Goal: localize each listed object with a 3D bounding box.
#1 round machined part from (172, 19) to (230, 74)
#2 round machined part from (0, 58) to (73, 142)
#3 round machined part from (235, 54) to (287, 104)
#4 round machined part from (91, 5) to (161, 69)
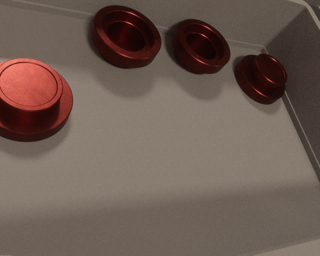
[{"bbox_3d":[0.063,-0.128,0.508,0.099,0.042,0.098,14,56,-21],"label":"round machined part"},{"bbox_3d":[-0.145,-0.037,0.340,0.099,0.042,0.098,14,56,-21],"label":"round machined part"},{"bbox_3d":[0.187,-0.094,0.556,0.099,0.042,0.098,14,56,-21],"label":"round machined part"},{"bbox_3d":[-0.051,-0.125,0.445,0.099,0.042,0.098,14,56,-21],"label":"round machined part"}]
